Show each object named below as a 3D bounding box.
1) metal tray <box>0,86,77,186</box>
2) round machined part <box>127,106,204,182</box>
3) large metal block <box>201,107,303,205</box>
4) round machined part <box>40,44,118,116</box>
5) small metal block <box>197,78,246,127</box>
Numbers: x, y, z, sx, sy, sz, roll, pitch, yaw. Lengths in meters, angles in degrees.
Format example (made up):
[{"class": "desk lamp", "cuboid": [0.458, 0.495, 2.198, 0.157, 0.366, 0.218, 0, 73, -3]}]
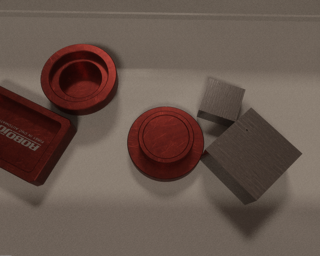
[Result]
[{"class": "metal tray", "cuboid": [-0.189, 0.007, 0.402, 0.130, 0.030, 0.090, 25, 72, 8]}, {"class": "round machined part", "cuboid": [0.007, 0.017, 0.395, 0.099, 0.042, 0.098, 0, 70, 0]}, {"class": "large metal block", "cuboid": [0.109, 0.036, 0.385, 0.080, 0.050, 0.080, -41, 76, -14]}, {"class": "round machined part", "cuboid": [-0.106, -0.061, 0.422, 0.099, 0.042, 0.098, 0, 70, -1]}, {"class": "small metal block", "cuboid": [0.083, -0.034, 0.423, 0.050, 0.025, 0.050, 19, 71, 6]}]
